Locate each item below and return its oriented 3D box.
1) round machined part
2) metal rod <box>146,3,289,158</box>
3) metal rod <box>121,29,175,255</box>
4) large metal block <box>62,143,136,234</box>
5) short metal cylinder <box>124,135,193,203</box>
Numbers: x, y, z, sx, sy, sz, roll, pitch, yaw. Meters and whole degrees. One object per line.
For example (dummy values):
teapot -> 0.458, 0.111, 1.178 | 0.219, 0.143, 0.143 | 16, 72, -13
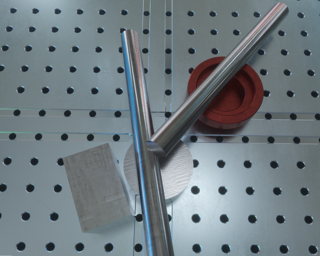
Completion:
round machined part -> 0.085, -0.044, 0.420 | 0.099, 0.042, 0.098 | 0, 70, -1
metal rod -> 0.087, -0.076, 0.389 | 0.025, 0.025, 0.301 | 37, 62, 12
metal rod -> -0.021, -0.004, 0.361 | 0.025, 0.025, 0.299 | -8, 59, -3
large metal block -> -0.066, 0.072, 0.355 | 0.050, 0.080, 0.080 | -19, 71, -7
short metal cylinder -> -0.002, 0.051, 0.380 | 0.081, 0.050, 0.080 | 0, 70, -1
